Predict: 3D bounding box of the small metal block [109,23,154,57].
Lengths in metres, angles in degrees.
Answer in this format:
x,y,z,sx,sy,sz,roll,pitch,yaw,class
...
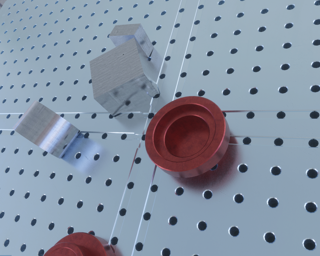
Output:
x,y,z,sx,sy,sz,roll,pitch,yaw,class
-0.046,-0.139,0.501,0.050,0.050,0.025,8,61,32,small metal block

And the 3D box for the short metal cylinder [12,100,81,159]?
x,y,z,sx,sy,sz,roll,pitch,yaw,class
-0.167,0.003,0.459,0.080,0.080,0.050,25,76,37,short metal cylinder

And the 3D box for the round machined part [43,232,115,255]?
x,y,z,sx,sy,sz,roll,pitch,yaw,class
-0.101,0.167,0.348,0.098,0.042,0.098,-13,56,21,round machined part

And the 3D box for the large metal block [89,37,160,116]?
x,y,z,sx,sy,sz,roll,pitch,yaw,class
-0.055,-0.077,0.469,0.080,0.050,0.080,-25,53,13,large metal block

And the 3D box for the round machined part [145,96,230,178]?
x,y,z,sx,sy,sz,roll,pitch,yaw,class
0.035,0.014,0.371,0.098,0.042,0.098,-13,56,21,round machined part
